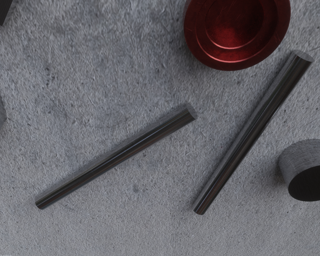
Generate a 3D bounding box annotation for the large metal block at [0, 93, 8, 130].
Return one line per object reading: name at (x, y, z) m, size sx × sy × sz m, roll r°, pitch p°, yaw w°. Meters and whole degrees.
large metal block at (-0.238, -0.030, 0.361) m, size 0.081 × 0.050 × 0.079 m, roll 3°, pitch 130°, yaw -4°

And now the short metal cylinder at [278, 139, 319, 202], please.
short metal cylinder at (0.218, 0.062, 0.447) m, size 0.081 × 0.050 × 0.079 m, roll 0°, pitch 130°, yaw 0°

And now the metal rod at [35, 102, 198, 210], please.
metal rod at (-0.077, 0.050, 0.448) m, size 0.300 × 0.025 × 0.025 m, roll -32°, pitch 124°, yaw 23°

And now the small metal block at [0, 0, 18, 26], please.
small metal block at (-0.161, -0.134, 0.291) m, size 0.050 × 0.025 × 0.050 m, roll 28°, pitch 124°, yaw -23°

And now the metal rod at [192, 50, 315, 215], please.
metal rod at (0.113, 0.028, 0.433) m, size 0.025 × 0.025 × 0.298 m, roll 14°, pitch 129°, yaw -12°

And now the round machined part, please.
round machined part at (0.071, -0.109, 0.304) m, size 0.099 × 0.042 × 0.097 m, roll -1°, pitch 130°, yaw 0°
